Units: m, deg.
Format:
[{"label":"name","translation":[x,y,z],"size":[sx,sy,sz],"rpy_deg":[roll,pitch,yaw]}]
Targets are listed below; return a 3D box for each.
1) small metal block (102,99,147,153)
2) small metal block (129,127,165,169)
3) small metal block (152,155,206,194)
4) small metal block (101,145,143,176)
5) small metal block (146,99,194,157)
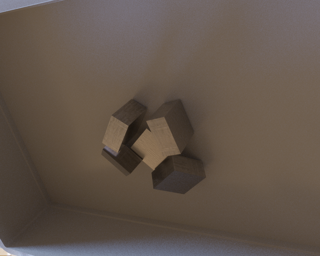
[{"label":"small metal block","translation":[-0.047,-0.003,0.411],"size":[0.025,0.050,0.050],"rpy_deg":[32,128,7]},{"label":"small metal block","translation":[-0.006,0.025,0.423],"size":[0.050,0.025,0.050],"rpy_deg":[41,129,0]},{"label":"small metal block","translation":[0.024,0.063,0.415],"size":[0.050,0.025,0.050],"rpy_deg":[16,135,-29]},{"label":"small metal block","translation":[-0.056,0.042,0.445],"size":[0.050,0.025,0.050],"rpy_deg":[41,162,-1]},{"label":"small metal block","translation":[0.014,-0.001,0.381],"size":[0.025,0.050,0.050],"rpy_deg":[-12,112,32]}]
